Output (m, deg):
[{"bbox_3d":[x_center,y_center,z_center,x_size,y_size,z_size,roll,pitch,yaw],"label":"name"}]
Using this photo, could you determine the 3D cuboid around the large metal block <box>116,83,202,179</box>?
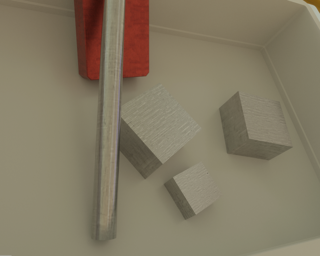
[{"bbox_3d":[-0.009,0.002,0.385,0.080,0.050,0.080,48,51,5],"label":"large metal block"}]

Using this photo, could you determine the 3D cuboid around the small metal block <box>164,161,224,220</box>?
[{"bbox_3d":[0.042,0.077,0.383,0.050,0.025,0.050,-23,74,-36],"label":"small metal block"}]

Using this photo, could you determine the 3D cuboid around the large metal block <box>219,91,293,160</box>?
[{"bbox_3d":[0.143,-0.002,0.471,0.081,0.050,0.080,11,57,-23],"label":"large metal block"}]

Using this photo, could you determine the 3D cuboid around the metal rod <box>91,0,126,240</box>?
[{"bbox_3d":[-0.054,-0.037,0.334,0.025,0.025,0.298,5,80,-26],"label":"metal rod"}]

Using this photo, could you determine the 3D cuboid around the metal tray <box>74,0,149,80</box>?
[{"bbox_3d":[-0.060,-0.131,0.400,0.091,0.030,0.129,-11,110,-33],"label":"metal tray"}]
